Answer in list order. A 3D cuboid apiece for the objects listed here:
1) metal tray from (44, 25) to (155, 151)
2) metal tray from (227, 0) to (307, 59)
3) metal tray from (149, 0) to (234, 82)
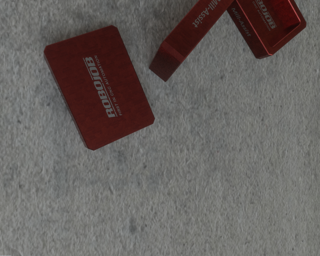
[{"bbox_3d":[-0.073,-0.049,0.380,0.091,0.030,0.129,-25,99,-19],"label":"metal tray"},{"bbox_3d":[0.152,-0.182,0.463,0.090,0.030,0.130,-40,103,-16],"label":"metal tray"},{"bbox_3d":[0.044,-0.125,0.389,0.030,0.090,0.130,40,77,-4],"label":"metal tray"}]
